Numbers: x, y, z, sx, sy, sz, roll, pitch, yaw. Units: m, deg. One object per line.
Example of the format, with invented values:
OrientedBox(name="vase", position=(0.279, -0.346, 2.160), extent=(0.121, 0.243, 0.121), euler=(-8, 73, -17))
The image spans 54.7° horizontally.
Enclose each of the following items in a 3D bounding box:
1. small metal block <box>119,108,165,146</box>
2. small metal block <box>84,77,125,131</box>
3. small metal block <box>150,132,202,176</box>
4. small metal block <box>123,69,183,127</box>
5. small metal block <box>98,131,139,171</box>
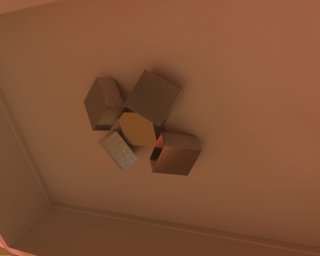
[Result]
OrientedBox(name="small metal block", position=(-0.024, -0.004, 0.416), extent=(0.050, 0.025, 0.050), euler=(2, 119, 27))
OrientedBox(name="small metal block", position=(-0.075, -0.031, 0.410), extent=(0.050, 0.025, 0.050), euler=(-50, 52, 40))
OrientedBox(name="small metal block", position=(0.019, 0.035, 0.403), extent=(0.050, 0.025, 0.050), euler=(8, 130, -18))
OrientedBox(name="small metal block", position=(-0.007, -0.035, 0.373), extent=(0.050, 0.025, 0.050), euler=(31, 91, 8))
OrientedBox(name="small metal block", position=(-0.061, 0.032, 0.443), extent=(0.050, 0.025, 0.050), euler=(53, 166, -10))
